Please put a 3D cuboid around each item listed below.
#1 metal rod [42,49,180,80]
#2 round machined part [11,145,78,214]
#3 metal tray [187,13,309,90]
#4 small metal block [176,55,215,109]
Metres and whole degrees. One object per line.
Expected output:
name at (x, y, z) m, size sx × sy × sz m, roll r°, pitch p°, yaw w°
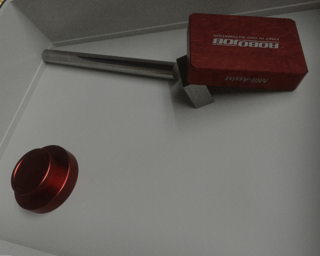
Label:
metal rod at (-0.097, -0.111, 0.522) m, size 0.300 × 0.025 × 0.025 m, roll 14°, pitch 69°, yaw 33°
round machined part at (-0.170, 0.068, 0.440) m, size 0.098 × 0.042 × 0.098 m, roll -13°, pitch 56°, yaw 20°
metal tray at (0.099, -0.093, 0.372) m, size 0.131 × 0.030 × 0.090 m, roll 3°, pitch 60°, yaw -1°
small metal block at (0.046, -0.061, 0.402) m, size 0.025 × 0.050 × 0.050 m, roll -21°, pitch 54°, yaw 15°
